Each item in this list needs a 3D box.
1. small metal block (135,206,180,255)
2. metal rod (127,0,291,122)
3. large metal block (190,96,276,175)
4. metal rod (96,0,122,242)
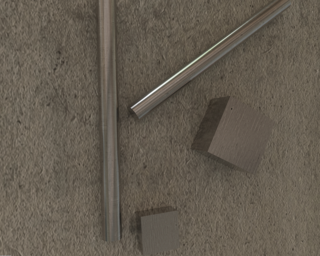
[{"bbox_3d":[-0.003,0.134,0.409,0.050,0.025,0.050,-4,92,-20],"label":"small metal block"},{"bbox_3d":[0.079,-0.107,0.439,0.301,0.025,0.025,-38,103,-16],"label":"metal rod"},{"bbox_3d":[0.102,0.010,0.435,0.080,0.050,0.080,26,81,-19],"label":"large metal block"},{"bbox_3d":[-0.063,-0.012,0.386,0.025,0.025,0.298,-2,91,-20],"label":"metal rod"}]
